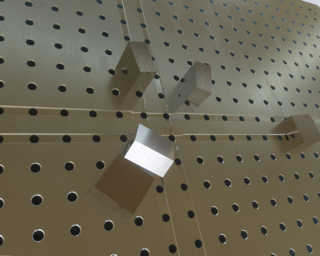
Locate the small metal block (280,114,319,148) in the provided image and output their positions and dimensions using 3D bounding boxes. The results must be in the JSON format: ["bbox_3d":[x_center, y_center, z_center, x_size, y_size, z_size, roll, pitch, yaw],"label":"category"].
[{"bbox_3d":[0.245,0.005,0.536,0.050,0.025,0.050,-5,64,-30],"label":"small metal block"}]

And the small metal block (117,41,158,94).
[{"bbox_3d":[-0.032,-0.082,0.424,0.025,0.050,0.050,-8,66,-32],"label":"small metal block"}]

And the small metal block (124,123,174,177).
[{"bbox_3d":[-0.011,0.026,0.372,0.050,0.025,0.050,29,21,-10],"label":"small metal block"}]

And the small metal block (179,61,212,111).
[{"bbox_3d":[0.052,-0.061,0.457,0.025,0.050,0.050,16,55,-19],"label":"small metal block"}]

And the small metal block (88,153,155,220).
[{"bbox_3d":[-0.042,0.065,0.346,0.050,0.025,0.050,37,51,-4],"label":"small metal block"}]
